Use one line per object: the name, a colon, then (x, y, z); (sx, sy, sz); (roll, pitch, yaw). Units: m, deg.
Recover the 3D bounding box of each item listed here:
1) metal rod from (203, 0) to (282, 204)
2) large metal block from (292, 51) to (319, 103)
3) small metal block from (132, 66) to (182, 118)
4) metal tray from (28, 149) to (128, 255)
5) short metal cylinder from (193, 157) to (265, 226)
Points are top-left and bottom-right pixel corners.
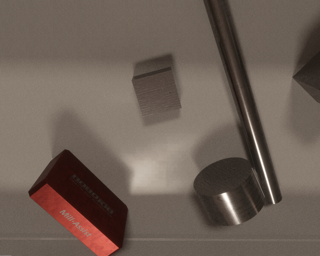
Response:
metal rod: (0.112, -0.028, 0.402); (0.025, 0.025, 0.299); (-20, 109, 7)
large metal block: (0.218, -0.065, 0.361); (0.050, 0.080, 0.080); (40, 105, -14)
small metal block: (-0.004, -0.046, 0.394); (0.050, 0.025, 0.050); (-15, 110, 5)
metal tray: (-0.100, 0.098, 0.411); (0.030, 0.090, 0.130); (-38, 106, 13)
short metal cylinder: (0.092, 0.083, 0.414); (0.080, 0.080, 0.050); (-24, 109, 8)
